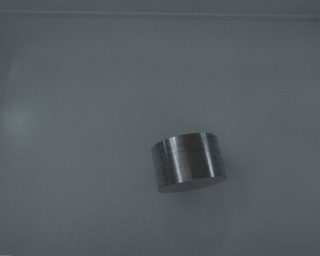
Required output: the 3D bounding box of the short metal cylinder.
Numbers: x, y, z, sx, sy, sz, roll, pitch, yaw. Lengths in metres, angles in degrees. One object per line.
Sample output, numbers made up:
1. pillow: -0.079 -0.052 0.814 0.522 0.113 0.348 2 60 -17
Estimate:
1. short metal cylinder: 0.033 0.043 0.365 0.081 0.080 0.050 -9 71 -4
